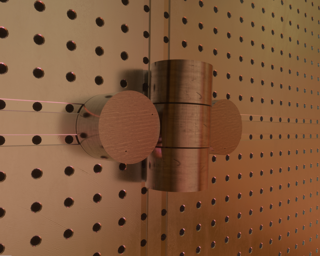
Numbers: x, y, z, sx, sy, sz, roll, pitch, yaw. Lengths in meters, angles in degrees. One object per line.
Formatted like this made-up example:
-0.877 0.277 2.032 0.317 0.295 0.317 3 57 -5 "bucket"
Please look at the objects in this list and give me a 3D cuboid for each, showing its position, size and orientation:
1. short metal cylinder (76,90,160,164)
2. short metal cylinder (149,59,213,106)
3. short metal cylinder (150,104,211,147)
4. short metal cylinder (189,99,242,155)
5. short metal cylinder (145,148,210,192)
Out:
-0.047 -0.001 0.354 0.081 0.050 0.079 0 90 -40 "short metal cylinder"
0.027 -0.053 0.397 0.081 0.080 0.050 3 88 -40 "short metal cylinder"
0.025 -0.002 0.395 0.081 0.080 0.050 2 89 -40 "short metal cylinder"
0.077 -0.001 0.459 0.081 0.050 0.079 0 90 -40 "short metal cylinder"
0.022 0.049 0.393 0.081 0.080 0.050 2 89 -40 "short metal cylinder"
